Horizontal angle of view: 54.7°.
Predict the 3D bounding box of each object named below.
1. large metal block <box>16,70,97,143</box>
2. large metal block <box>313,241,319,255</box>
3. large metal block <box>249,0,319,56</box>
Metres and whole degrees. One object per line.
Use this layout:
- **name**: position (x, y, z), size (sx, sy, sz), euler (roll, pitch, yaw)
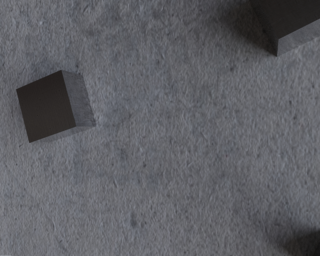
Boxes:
- **large metal block**: position (-0.149, -0.029, 0.447), size (0.080, 0.050, 0.080), euler (-18, 84, 18)
- **large metal block**: position (0.203, 0.154, 0.309), size (0.080, 0.080, 0.050), euler (22, 98, 18)
- **large metal block**: position (0.134, -0.132, 0.333), size (0.050, 0.080, 0.080), euler (-26, 82, 18)
